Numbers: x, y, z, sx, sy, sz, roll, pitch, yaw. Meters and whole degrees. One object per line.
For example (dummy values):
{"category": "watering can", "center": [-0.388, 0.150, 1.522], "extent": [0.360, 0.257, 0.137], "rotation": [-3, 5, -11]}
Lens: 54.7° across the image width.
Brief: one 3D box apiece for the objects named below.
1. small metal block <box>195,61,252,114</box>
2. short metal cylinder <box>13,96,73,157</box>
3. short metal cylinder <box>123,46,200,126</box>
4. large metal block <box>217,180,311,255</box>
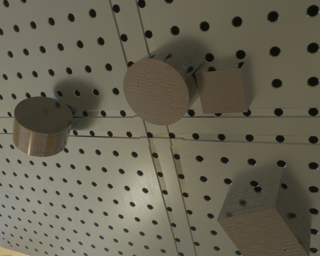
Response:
{"category": "small metal block", "center": [0.071, -0.044, 0.346], "extent": [0.050, 0.025, 0.050], "rotation": [-1, 118, 29]}
{"category": "short metal cylinder", "center": [-0.177, -0.003, 0.467], "extent": [0.080, 0.080, 0.050], "rotation": [31, 129, 8]}
{"category": "short metal cylinder", "center": [0.005, -0.050, 0.362], "extent": [0.080, 0.050, 0.079], "rotation": [13, 124, 21]}
{"category": "large metal block", "center": [0.135, 0.124, 0.400], "extent": [0.080, 0.050, 0.080], "rotation": [-27, 104, 37]}
